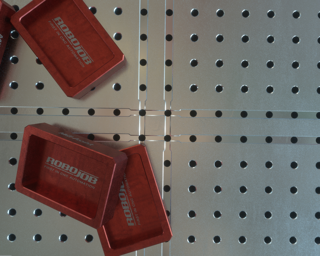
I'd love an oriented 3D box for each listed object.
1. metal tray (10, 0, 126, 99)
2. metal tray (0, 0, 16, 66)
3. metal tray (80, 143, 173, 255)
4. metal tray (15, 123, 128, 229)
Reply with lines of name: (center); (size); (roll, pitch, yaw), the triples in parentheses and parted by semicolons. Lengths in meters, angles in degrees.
metal tray: (-0.118, -0.115, 0.409); (0.090, 0.030, 0.130); (-37, 91, -1)
metal tray: (-0.252, -0.109, 0.401); (0.090, 0.030, 0.129); (16, 90, 8)
metal tray: (-0.045, 0.094, 0.410); (0.090, 0.030, 0.129); (-17, 90, -1)
metal tray: (-0.112, 0.055, 0.380); (0.130, 0.030, 0.089); (19, 103, 18)
